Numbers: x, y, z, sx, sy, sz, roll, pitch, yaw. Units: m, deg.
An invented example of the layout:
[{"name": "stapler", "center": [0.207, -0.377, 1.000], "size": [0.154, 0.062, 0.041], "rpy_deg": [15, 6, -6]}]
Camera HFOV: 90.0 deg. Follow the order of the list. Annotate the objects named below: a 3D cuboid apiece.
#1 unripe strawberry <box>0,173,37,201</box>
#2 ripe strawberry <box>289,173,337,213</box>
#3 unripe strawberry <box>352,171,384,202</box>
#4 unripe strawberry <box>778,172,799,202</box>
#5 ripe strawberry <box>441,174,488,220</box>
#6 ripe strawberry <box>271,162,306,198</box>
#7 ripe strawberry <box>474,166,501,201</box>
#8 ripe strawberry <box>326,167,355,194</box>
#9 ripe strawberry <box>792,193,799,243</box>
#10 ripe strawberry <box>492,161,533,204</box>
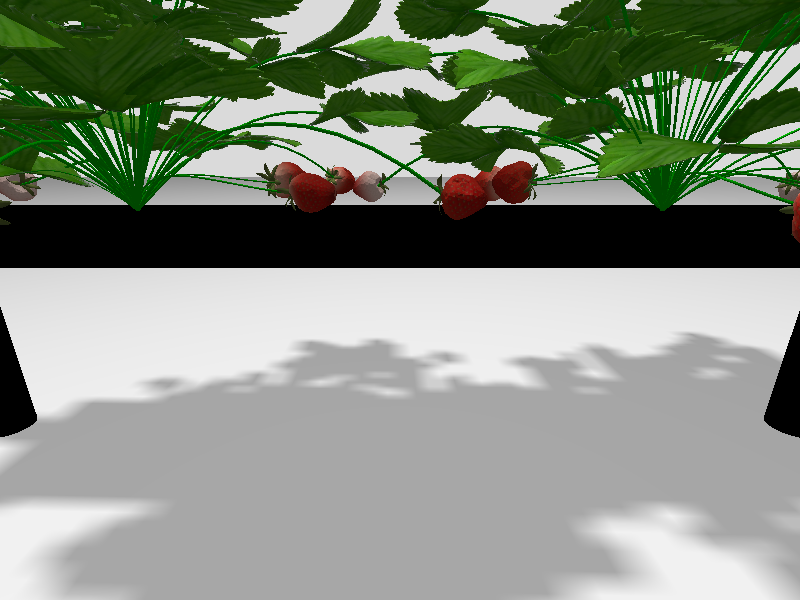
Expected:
[{"name": "unripe strawberry", "center": [-0.430, -0.130, 0.447], "size": [0.039, 0.038, 0.036], "rpy_deg": [9, 21, 28]}, {"name": "ripe strawberry", "center": [-0.067, -0.084, 0.314], "size": [0.035, 0.030, 0.035], "rpy_deg": [4, 19, 9]}, {"name": "unripe strawberry", "center": [-0.035, -0.122, 0.433], "size": [0.034, 0.033, 0.031], "rpy_deg": [1, 18, 22]}, {"name": "unripe strawberry", "center": [0.419, -0.117, 0.421], "size": [0.033, 0.032, 0.030], "rpy_deg": [15, 10, -28]}, {"name": "ripe strawberry", "center": [0.044, -0.069, 0.272], "size": [0.031, 0.031, 0.034], "rpy_deg": [8, 20, 13]}, {"name": "ripe strawberry", "center": [-0.121, -0.133, 0.447], "size": [0.046, 0.039, 0.046], "rpy_deg": [16, 24, 39]}, {"name": "ripe strawberry", "center": [0.100, -0.131, 0.451], "size": [0.040, 0.039, 0.037], "rpy_deg": [16, 24, 41]}, {"name": "ripe strawberry", "center": [-0.075, -0.153, 0.518], "size": [0.039, 0.035, 0.035], "rpy_deg": [14, 5, 36]}, {"name": "ripe strawberry", "center": [0.195, -0.037, 0.173], "size": [0.034, 0.036, 0.037], "rpy_deg": [3, 19, 9]}, {"name": "ripe strawberry", "center": [0.114, -0.119, 0.404], "size": [0.039, 0.041, 0.036], "rpy_deg": [11, 21, 31]}]
